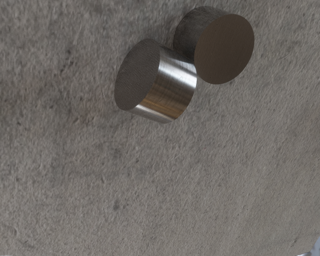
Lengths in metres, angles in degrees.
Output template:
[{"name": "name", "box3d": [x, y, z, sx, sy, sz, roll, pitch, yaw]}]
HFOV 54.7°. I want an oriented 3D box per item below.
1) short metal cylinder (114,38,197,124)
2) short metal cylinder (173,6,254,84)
[{"name": "short metal cylinder", "box3d": [-0.007, -0.050, 0.338, 0.050, 0.080, 0.080, 20, 108, -36]}, {"name": "short metal cylinder", "box3d": [0.063, -0.098, 0.366, 0.081, 0.050, 0.079, -14, 125, -21]}]
